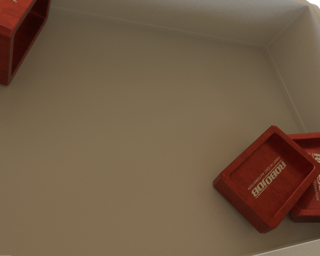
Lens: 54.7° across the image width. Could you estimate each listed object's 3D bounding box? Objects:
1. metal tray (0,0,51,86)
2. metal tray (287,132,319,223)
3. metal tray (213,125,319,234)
[{"bbox_3d":[-0.160,-0.123,0.352,0.030,0.090,0.130,22,54,-16],"label":"metal tray"},{"bbox_3d":[0.230,0.069,0.450,0.090,0.030,0.130,-5,55,17],"label":"metal tray"},{"bbox_3d":[0.147,0.064,0.418,0.131,0.030,0.090,-35,71,-29],"label":"metal tray"}]
